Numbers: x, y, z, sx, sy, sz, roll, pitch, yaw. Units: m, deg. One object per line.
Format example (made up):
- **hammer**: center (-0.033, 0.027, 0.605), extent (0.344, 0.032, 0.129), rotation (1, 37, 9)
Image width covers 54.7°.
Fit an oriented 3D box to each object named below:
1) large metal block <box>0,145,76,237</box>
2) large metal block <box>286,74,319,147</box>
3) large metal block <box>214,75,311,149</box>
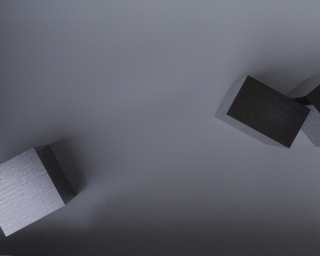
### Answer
- **large metal block**: center (-0.169, 0.077, 0.398), extent (0.080, 0.050, 0.080), rotation (-28, 90, 0)
- **large metal block**: center (0.207, -0.021, 0.385), extent (0.050, 0.080, 0.080), rotation (-39, 90, 0)
- **large metal block**: center (0.121, -0.018, 0.385), extent (0.080, 0.080, 0.050), rotation (29, 90, 0)
